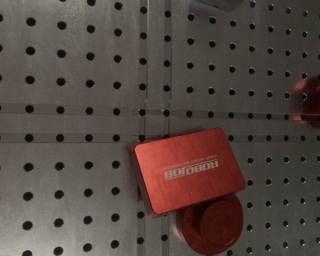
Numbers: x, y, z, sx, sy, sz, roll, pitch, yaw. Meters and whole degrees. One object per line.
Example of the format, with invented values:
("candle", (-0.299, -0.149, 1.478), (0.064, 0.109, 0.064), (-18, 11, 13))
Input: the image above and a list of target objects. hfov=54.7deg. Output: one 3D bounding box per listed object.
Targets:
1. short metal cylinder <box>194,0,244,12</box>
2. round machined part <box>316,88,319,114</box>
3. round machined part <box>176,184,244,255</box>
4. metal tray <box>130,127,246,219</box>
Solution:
("short metal cylinder", (0.083, -0.204, 0.415), (0.050, 0.080, 0.080), (9, 87, -20))
("round machined part", (0.303, -0.046, 0.518), (0.099, 0.042, 0.097), (0, 90, -21))
("round machined part", (0.076, 0.130, 0.433), (0.099, 0.042, 0.097), (0, 90, -21))
("metal tray", (0.036, 0.056, 0.405), (0.131, 0.030, 0.090), (-11, 68, -20))
